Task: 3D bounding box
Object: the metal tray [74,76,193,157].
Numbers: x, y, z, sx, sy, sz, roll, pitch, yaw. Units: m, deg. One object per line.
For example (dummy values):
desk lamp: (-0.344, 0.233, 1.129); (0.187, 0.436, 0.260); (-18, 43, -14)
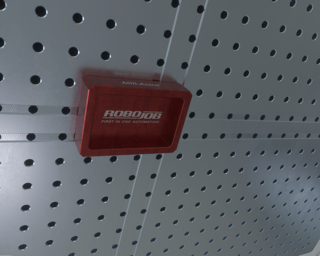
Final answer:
metal tray: (-0.032, -0.012, 0.382); (0.131, 0.030, 0.089); (0, 119, -29)
